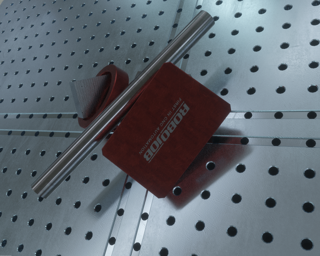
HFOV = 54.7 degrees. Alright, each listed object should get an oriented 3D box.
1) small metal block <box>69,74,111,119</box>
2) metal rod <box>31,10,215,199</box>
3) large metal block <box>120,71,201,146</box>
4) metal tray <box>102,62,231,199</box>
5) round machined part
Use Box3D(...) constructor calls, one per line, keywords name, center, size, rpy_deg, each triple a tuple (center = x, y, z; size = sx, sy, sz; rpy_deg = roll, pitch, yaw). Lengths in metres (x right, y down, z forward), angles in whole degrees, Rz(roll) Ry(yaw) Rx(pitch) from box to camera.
Box3D(name="small metal block", center=(-0.092, -0.045, 0.430), size=(0.050, 0.050, 0.025), rpy_deg=(-18, 14, -27))
Box3D(name="metal rod", center=(-0.042, -0.033, 0.384), size=(0.300, 0.025, 0.025), rpy_deg=(-47, 52, -5))
Box3D(name="large metal block", center=(0.000, -0.025, 0.406), size=(0.080, 0.050, 0.080), rpy_deg=(9, 66, 32))
Box3D(name="metal tray", center=(0.007, 0.003, 0.355), size=(0.090, 0.030, 0.130), rpy_deg=(37, 96, 7))
Box3D(name="round machined part", center=(-0.072, -0.037, 0.439), size=(0.098, 0.042, 0.098), rpy_deg=(-34, 42, 38))
